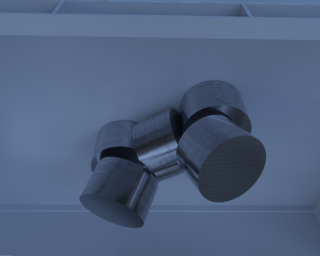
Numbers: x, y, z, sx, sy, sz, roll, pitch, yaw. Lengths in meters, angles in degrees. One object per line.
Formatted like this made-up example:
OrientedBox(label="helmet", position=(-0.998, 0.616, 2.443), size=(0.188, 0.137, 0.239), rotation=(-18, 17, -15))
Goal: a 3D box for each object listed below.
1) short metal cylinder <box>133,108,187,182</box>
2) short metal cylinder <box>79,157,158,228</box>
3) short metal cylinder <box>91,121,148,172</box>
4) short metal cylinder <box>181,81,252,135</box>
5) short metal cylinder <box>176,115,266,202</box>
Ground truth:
OrientedBox(label="short metal cylinder", position=(0.009, 0.022, 0.389), size=(0.050, 0.080, 0.080), rotation=(-23, 127, 18))
OrientedBox(label="short metal cylinder", position=(-0.048, 0.078, 0.372), size=(0.080, 0.050, 0.080), rotation=(15, 145, 12))
OrientedBox(label="short metal cylinder", position=(-0.049, 0.037, 0.421), size=(0.081, 0.050, 0.079), rotation=(0, 130, 0))
OrientedBox(label="short metal cylinder", position=(0.067, -0.011, 0.382), size=(0.081, 0.050, 0.079), rotation=(0, 130, 0))
OrientedBox(label="short metal cylinder", position=(0.065, 0.032, 0.333), size=(0.081, 0.050, 0.079), rotation=(-11, 120, -19))
